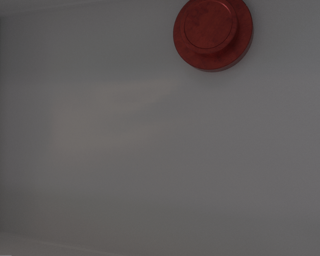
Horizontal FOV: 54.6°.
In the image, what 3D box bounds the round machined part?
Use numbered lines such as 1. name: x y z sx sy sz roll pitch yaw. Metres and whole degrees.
1. round machined part: 0.063 -0.120 0.380 0.098 0.042 0.097 0 90 20
